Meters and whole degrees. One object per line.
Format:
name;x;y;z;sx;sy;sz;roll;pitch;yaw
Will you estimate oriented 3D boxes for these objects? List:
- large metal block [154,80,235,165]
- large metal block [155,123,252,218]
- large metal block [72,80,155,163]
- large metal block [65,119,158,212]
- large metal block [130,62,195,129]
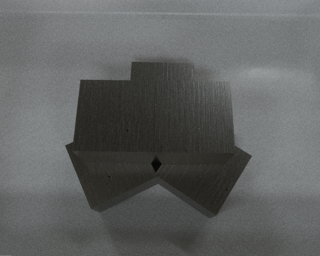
large metal block;0.035;-0.005;0.342;0.080;0.050;0.080;1;70;0
large metal block;0.050;0.051;0.375;0.080;0.050;0.080;32;73;11
large metal block;-0.046;-0.006;0.343;0.080;0.050;0.080;1;70;0
large metal block;-0.057;0.046;0.377;0.080;0.050;0.080;-25;72;-9
large metal block;0.003;-0.039;0.409;0.080;0.050;0.080;2;70;0
